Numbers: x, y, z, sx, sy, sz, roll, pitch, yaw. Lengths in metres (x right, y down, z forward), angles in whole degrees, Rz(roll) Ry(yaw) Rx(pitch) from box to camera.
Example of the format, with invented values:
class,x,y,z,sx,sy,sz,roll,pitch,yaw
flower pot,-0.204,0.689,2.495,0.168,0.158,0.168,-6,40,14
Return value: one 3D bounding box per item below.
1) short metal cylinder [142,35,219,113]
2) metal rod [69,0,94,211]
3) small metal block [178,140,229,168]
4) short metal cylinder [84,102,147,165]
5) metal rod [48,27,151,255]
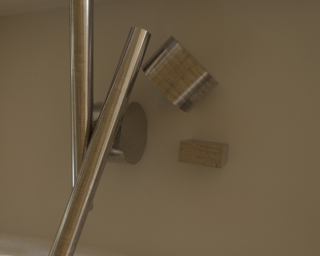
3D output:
class,x,y,z,sx,sy,sz,roll,pitch,yaw
short metal cylinder,0.025,-0.064,0.372,0.050,0.080,0.080,-44,77,14
metal rod,-0.086,-0.048,0.342,0.025,0.025,0.298,8,104,19
small metal block,0.054,0.030,0.378,0.050,0.050,0.025,7,93,19
short metal cylinder,-0.055,0.006,0.400,0.050,0.080,0.079,2,91,20
metal rod,-0.070,0.031,0.343,0.025,0.025,0.299,17,85,19
